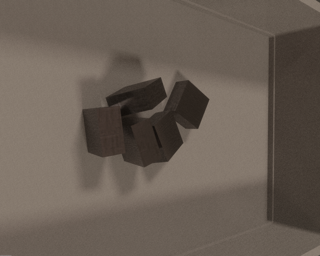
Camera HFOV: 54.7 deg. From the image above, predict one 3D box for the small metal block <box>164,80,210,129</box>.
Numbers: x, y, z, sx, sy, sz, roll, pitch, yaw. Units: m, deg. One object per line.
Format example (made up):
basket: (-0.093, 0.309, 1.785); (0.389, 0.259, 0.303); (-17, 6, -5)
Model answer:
small metal block: (0.038, -0.032, 0.441); (0.050, 0.025, 0.050); (36, 68, -35)

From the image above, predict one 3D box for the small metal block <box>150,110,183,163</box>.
small metal block: (0.002, 0.010, 0.401); (0.050, 0.025, 0.050); (-44, 119, -52)

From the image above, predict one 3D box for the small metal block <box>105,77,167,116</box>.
small metal block: (-0.026, -0.036, 0.359); (0.050, 0.050, 0.025); (-47, 122, -61)

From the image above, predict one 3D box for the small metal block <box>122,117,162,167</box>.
small metal block: (-0.028, 0.015, 0.367); (0.025, 0.050, 0.050); (-25, 106, -30)

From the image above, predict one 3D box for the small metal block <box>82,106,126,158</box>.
small metal block: (-0.062, 0.003, 0.337); (0.025, 0.050, 0.050); (-9, 96, -29)
